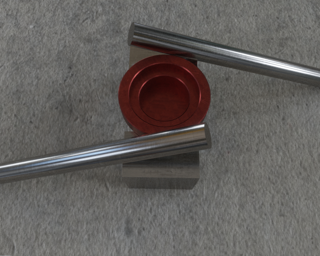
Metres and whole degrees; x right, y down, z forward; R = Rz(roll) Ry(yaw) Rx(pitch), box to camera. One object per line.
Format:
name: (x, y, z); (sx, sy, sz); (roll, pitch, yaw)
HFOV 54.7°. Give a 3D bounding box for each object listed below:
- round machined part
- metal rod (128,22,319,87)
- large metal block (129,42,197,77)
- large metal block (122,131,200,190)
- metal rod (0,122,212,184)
round machined part: (0.005, -0.030, 0.349); (0.099, 0.042, 0.098); (0, 70, -1)
metal rod: (0.109, -0.083, 0.384); (0.302, 0.025, 0.025); (7, 69, -21)
large metal block: (0.004, -0.072, 0.406); (0.081, 0.080, 0.050); (1, 70, 0)
large metal block: (0.001, 0.041, 0.365); (0.081, 0.080, 0.050); (1, 70, 0)
metal rod: (-0.094, 0.035, 0.336); (0.301, 0.025, 0.025); (-12, 69, 19)
